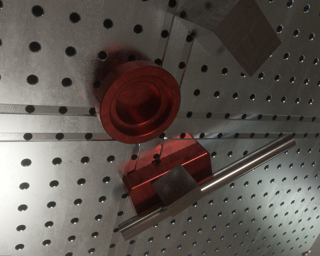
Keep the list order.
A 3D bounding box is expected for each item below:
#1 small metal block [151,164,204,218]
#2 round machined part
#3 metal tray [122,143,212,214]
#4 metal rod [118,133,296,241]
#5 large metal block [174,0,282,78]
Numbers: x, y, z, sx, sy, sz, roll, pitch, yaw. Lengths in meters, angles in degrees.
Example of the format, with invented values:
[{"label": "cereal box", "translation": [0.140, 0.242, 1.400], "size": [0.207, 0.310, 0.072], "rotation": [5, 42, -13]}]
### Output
[{"label": "small metal block", "translation": [0.023, 0.084, 0.422], "size": [0.050, 0.050, 0.025], "rotation": [-32, 129, -8]}, {"label": "round machined part", "translation": [-0.029, -0.033, 0.365], "size": [0.099, 0.042, 0.097], "rotation": [-14, 125, -21]}, {"label": "metal tray", "translation": [0.017, 0.088, 0.474], "size": [0.131, 0.030, 0.089], "rotation": [-24, 127, -15]}, {"label": "metal rod", "translation": [0.079, 0.084, 0.468], "size": [0.302, 0.025, 0.025], "rotation": [-26, 128, -13]}, {"label": "large metal block", "translation": [0.075, -0.112, 0.349], "size": [0.050, 0.080, 0.080], "rotation": [-49, 129, 6]}]
